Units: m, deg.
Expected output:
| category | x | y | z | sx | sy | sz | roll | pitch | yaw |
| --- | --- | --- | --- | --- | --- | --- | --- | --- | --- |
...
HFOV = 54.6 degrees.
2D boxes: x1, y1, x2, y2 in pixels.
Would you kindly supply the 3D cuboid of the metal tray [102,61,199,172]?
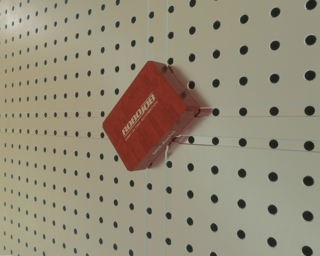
| category | x | y | z | sx | sy | sz | roll | pitch | yaw |
| --- | --- | --- | --- | --- | --- | --- | --- | --- | --- |
| metal tray | -0.018 | -0.014 | 0.423 | 0.129 | 0.030 | 0.090 | -49 | 61 | 29 |
